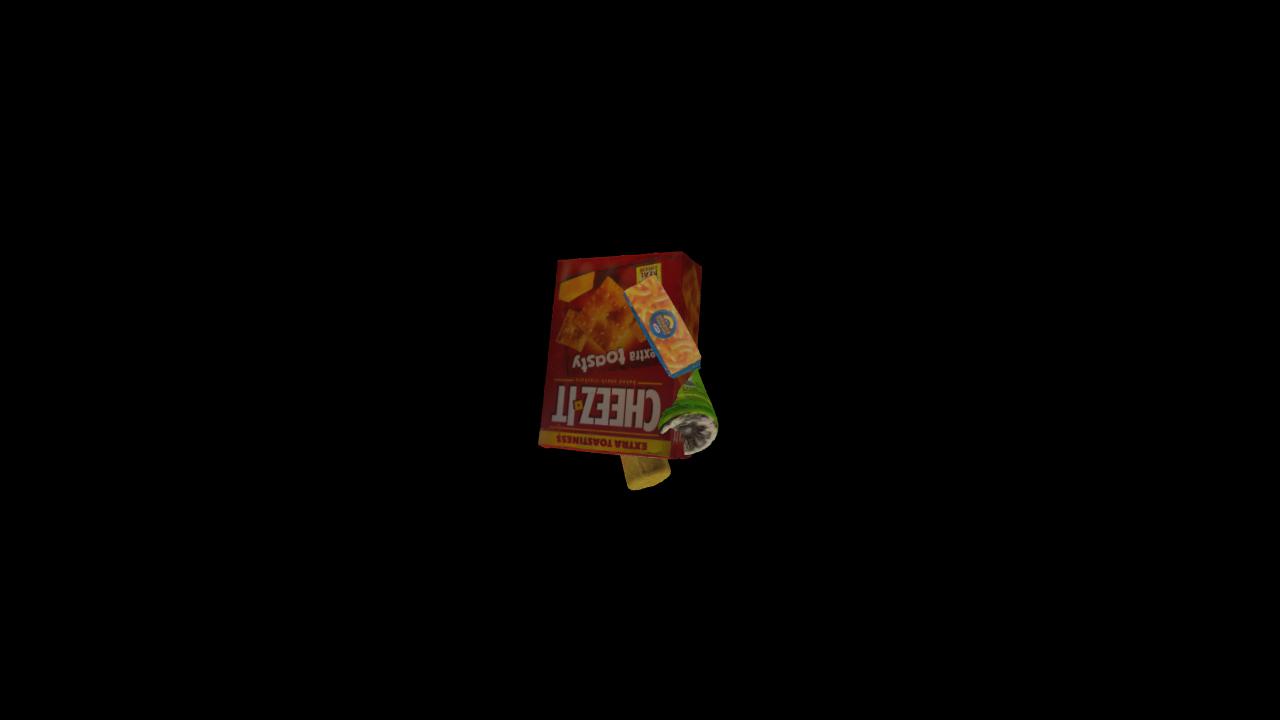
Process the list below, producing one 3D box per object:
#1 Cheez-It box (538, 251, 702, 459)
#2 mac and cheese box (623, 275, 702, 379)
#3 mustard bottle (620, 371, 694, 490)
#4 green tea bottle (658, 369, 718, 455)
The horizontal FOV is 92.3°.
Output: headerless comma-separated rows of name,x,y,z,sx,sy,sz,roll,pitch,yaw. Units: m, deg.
Cheez-It box,-0.022,-0.005,0.699,0.166,0.223,0.071,1,-7,27
mac and cheese box,0.028,-0.026,0.652,0.041,0.093,0.184,-28,-5,3
mustard bottle,-0.014,0.064,0.763,0.054,0.184,0.092,-15,-19,-8
green tea bottle,0.034,0.010,0.717,0.073,0.073,0.212,0,43,-11
